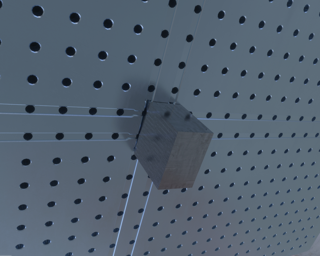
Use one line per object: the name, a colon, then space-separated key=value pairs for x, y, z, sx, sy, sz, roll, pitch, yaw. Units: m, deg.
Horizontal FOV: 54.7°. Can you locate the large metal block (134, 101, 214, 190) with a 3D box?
large metal block: x=0.013 y=0.021 z=0.396 sx=0.050 sy=0.080 sz=0.079 roll=3 pitch=117 yaw=-30
